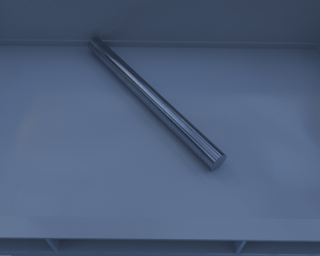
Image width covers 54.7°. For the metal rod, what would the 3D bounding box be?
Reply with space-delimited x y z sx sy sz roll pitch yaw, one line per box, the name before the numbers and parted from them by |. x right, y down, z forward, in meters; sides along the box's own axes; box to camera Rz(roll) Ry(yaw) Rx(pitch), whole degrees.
metal rod | -0.020 -0.051 0.447 0.025 0.025 0.300 -30 57 -23
